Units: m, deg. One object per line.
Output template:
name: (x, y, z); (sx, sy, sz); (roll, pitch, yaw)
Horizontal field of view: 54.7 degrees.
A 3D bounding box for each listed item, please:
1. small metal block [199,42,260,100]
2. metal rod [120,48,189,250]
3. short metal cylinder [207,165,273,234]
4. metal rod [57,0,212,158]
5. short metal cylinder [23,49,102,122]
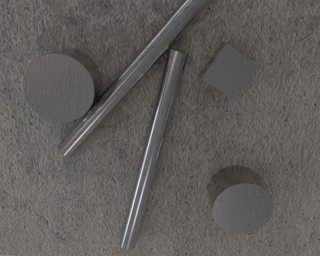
small metal block: (0.085, -0.071, 0.385); (0.050, 0.025, 0.050); (31, 107, -11)
metal rod: (-0.013, 0.042, 0.425); (0.025, 0.025, 0.298); (13, 110, -5)
short metal cylinder: (0.110, 0.100, 0.434); (0.081, 0.050, 0.079); (0, 110, 0)
metal rod: (-0.028, -0.073, 0.382); (0.025, 0.025, 0.299); (40, 105, -14)
short metal cylinder: (-0.115, -0.053, 0.376); (0.081, 0.050, 0.079); (0, 110, 0)
